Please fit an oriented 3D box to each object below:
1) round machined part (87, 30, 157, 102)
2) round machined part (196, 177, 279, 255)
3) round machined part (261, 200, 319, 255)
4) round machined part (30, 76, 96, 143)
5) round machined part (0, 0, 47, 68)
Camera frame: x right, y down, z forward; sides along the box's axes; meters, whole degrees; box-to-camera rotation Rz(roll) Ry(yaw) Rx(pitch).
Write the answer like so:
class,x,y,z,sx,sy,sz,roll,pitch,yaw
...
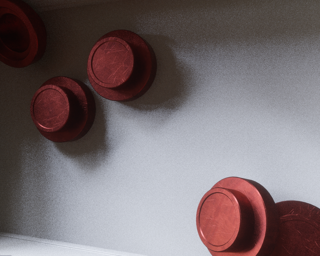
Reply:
class,x,y,z,sx,sy,sz,roll,pitch,yaw
round machined part,-0.057,-0.085,0.421,0.098,0.042,0.097,0,90,19
round machined part,0.078,0.103,0.346,0.098,0.042,0.098,-29,53,48
round machined part,0.148,0.129,0.337,0.098,0.042,0.098,-5,73,16
round machined part,-0.148,-0.027,0.452,0.098,0.042,0.097,0,90,19
round machined part,-0.210,-0.143,0.460,0.098,0.042,0.097,9,120,17
